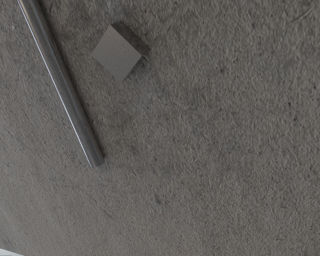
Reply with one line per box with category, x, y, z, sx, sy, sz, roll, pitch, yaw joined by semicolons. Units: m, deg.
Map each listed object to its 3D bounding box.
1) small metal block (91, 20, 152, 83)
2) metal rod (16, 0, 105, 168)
small metal block;-0.047;-0.092;0.375;0.050;0.025;0.050;44;129;-3
metal rod;-0.141;-0.075;0.434;0.025;0.025;0.298;-3;117;30
